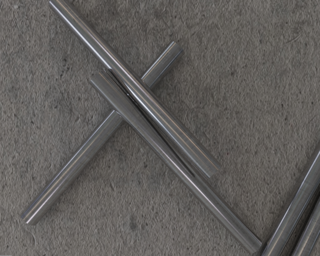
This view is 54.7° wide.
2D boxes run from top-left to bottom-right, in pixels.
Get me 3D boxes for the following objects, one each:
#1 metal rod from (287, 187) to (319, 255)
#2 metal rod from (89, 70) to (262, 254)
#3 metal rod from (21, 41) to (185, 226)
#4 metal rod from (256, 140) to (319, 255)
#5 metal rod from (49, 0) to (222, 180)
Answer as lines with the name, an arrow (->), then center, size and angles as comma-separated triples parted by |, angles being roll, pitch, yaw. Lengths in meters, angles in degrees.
metal rod -> 0.198, 0.140, 0.411 | 0.025, 0.025, 0.299 | 26, 90, 0
metal rod -> 0.024, 0.047, 0.394 | 0.025, 0.025, 0.300 | -43, 96, 0
metal rod -> -0.075, 0.006, 0.409 | 0.025, 0.025, 0.300 | 41, 90, 0
metal rod -> 0.192, 0.082, 0.411 | 0.025, 0.025, 0.299 | 29, 90, 0
metal rod -> -0.036, -0.057, 0.385 | 0.025, 0.025, 0.300 | -42, 81, 0
